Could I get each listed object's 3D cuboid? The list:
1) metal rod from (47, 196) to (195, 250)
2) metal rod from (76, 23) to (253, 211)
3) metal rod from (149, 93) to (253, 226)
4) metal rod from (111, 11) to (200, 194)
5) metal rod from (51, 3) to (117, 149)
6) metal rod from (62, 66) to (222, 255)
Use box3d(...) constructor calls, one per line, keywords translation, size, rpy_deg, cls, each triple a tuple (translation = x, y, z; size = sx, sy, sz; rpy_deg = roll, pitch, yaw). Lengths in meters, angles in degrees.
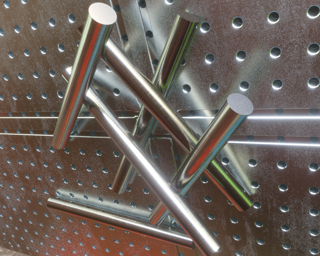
box3d(translation=(-0.080, 0.165, 0.556), size=(0.300, 0.025, 0.025), rpy_deg=(7, 122, 24), cls="metal rod")
box3d(translation=(0.017, -0.005, 0.373), size=(0.025, 0.025, 0.300), rpy_deg=(-29, 110, 38), cls="metal rod")
box3d(translation=(0.033, 0.063, 0.391), size=(0.025, 0.025, 0.298), rpy_deg=(33, 142, 7), cls="metal rod")
box3d(translation=(-0.019, -0.009, 0.415), size=(0.025, 0.025, 0.298), rpy_deg=(31, 129, 8), cls="metal rod")
box3d(translation=(-0.109, -0.038, 0.395), size=(0.025, 0.025, 0.299), rpy_deg=(42, 145, -1), cls="metal rod")
box3d(translation=(-0.031, 0.034, 0.401), size=(0.300, 0.025, 0.025), rpy_deg=(50, 130, 12), cls="metal rod")
